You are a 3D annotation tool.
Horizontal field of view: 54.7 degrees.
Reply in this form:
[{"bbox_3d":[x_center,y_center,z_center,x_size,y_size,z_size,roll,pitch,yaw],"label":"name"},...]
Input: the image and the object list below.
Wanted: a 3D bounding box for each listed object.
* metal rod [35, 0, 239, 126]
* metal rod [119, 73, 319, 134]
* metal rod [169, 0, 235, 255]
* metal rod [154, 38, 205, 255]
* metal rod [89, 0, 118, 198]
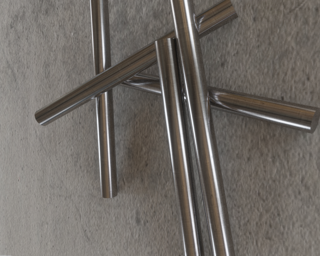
[{"bbox_3d":[-0.046,-0.074,0.394,0.300,0.025,0.025,-25,74,22],"label":"metal rod"},{"bbox_3d":[0.031,-0.044,0.377,0.300,0.025,0.025,19,102,38],"label":"metal rod"},{"bbox_3d":[0.048,0.008,0.337,0.025,0.025,0.298,-8,93,39],"label":"metal rod"},{"bbox_3d":[0.026,0.050,0.355,0.025,0.025,0.298,-4,95,39],"label":"metal rod"},{"bbox_3d":[-0.080,-0.046,0.440,0.025,0.025,0.298,7,103,39],"label":"metal rod"}]
